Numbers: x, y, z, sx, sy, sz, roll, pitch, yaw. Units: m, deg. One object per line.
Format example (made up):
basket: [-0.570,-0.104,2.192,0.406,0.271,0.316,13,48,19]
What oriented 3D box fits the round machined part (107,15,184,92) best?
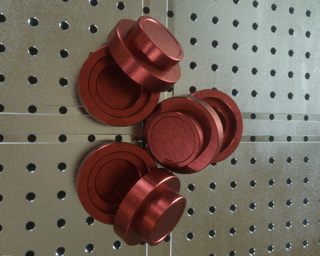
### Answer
round machined part: [-0.010,-0.094,0.370,0.098,0.042,0.098,32,36,-26]

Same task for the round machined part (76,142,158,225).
round machined part: [-0.053,0.065,0.383,0.099,0.042,0.097,0,90,-20]

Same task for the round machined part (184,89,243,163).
round machined part: [0.060,-0.003,0.425,0.099,0.042,0.097,0,90,-20]

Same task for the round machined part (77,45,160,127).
round machined part: [-0.052,-0.050,0.383,0.099,0.042,0.097,0,90,-20]

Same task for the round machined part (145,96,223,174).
round machined part: [0.024,0.010,0.380,0.042,0.098,0.098,-22,100,-61]

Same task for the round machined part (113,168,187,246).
round machined part: [-0.005,0.100,0.371,0.099,0.042,0.097,-39,146,-32]
